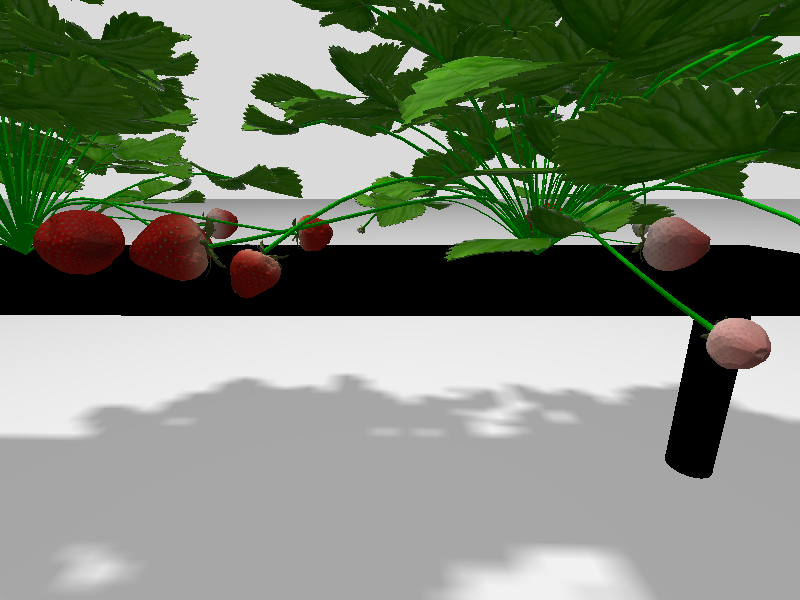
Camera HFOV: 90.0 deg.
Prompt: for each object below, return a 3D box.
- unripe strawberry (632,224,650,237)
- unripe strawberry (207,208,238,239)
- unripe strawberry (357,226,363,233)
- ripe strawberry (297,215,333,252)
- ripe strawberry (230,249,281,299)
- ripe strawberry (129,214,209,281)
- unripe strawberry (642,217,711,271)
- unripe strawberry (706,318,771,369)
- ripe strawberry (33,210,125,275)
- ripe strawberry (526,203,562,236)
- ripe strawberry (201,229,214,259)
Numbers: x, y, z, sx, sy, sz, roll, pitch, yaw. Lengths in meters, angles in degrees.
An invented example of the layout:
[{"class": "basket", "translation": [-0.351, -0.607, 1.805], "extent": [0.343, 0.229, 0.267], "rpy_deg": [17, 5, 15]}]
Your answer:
[{"class": "unripe strawberry", "translation": [0.286, -0.085, 0.476], "extent": [0.019, 0.020, 0.018], "rpy_deg": [-12, 20, -37]}, {"class": "unripe strawberry", "translation": [-0.200, -0.086, 0.452], "extent": [0.033, 0.034, 0.030], "rpy_deg": [-12, 20, -38]}, {"class": "unripe strawberry", "translation": [-0.052, -0.094, 0.532], "extent": [0.011, 0.010, 0.010], "rpy_deg": [-14, 20, -41]}, {"class": "ripe strawberry", "translation": [-0.077, -0.060, 0.362], "extent": [0.031, 0.033, 0.029], "rpy_deg": [0, 16, -3]}, {"class": "ripe strawberry", "translation": [-0.078, -0.013, 0.212], "extent": [0.025, 0.026, 0.028], "rpy_deg": [39, -11, -37]}, {"class": "ripe strawberry", "translation": [-0.141, -0.031, 0.245], "extent": [0.041, 0.041, 0.045], "rpy_deg": [-7, 17, -21]}, {"class": "unripe strawberry", "translation": [0.199, -0.040, 0.288], "extent": [0.040, 0.039, 0.037], "rpy_deg": [13, 20, 37]}, {"class": "unripe strawberry", "translation": [0.109, 0.015, 0.128], "extent": [0.016, 0.017, 0.017], "rpy_deg": [1, 16, 3]}, {"class": "ripe strawberry", "translation": [-0.205, -0.037, 0.260], "extent": [0.043, 0.043, 0.047], "rpy_deg": [12, 19, 34]}, {"class": "ripe strawberry", "translation": [0.163, -0.089, 0.449], "extent": [0.045, 0.039, 0.046], "rpy_deg": [6, 16, 21]}, {"class": "ripe strawberry", "translation": [-0.147, -0.036, 0.277], "extent": [0.033, 0.033, 0.036], "rpy_deg": [12, 19, 19]}]
